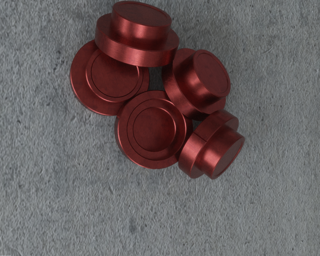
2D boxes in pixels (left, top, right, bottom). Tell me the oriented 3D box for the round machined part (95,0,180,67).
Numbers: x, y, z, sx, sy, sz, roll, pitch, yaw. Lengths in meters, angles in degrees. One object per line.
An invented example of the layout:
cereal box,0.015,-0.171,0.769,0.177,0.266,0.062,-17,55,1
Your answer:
round machined part,-0.024,-0.115,0.362,0.099,0.098,0.042,1,132,-20

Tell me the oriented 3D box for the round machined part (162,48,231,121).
round machined part,0.053,-0.061,0.399,0.099,0.042,0.098,21,55,-33

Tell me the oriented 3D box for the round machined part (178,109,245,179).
round machined part,0.072,0.028,0.400,0.042,0.098,0.098,38,74,26

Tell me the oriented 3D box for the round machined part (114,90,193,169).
round machined part,-0.010,0.002,0.398,0.099,0.042,0.097,0,90,-21

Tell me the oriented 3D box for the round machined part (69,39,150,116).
round machined part,-0.059,-0.064,0.381,0.099,0.042,0.097,0,90,-21
